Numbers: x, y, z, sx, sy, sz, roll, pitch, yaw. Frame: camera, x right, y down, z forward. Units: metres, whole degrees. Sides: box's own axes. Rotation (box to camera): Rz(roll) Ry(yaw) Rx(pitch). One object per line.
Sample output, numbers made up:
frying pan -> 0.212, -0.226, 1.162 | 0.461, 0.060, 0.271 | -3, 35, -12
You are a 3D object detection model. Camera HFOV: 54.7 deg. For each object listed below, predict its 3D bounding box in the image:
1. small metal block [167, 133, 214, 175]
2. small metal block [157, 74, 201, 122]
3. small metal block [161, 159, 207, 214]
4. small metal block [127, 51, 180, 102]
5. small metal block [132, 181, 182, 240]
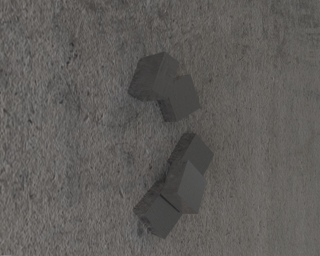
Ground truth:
small metal block -> 0.045, 0.042, 0.442 | 0.050, 0.025, 0.050 | 47, 62, -30
small metal block -> 0.024, -0.041, 0.424 | 0.050, 0.025, 0.050 | -30, 109, -36
small metal block -> 0.033, 0.077, 0.403 | 0.050, 0.025, 0.050 | 49, 47, -32
small metal block -> -0.009, -0.062, 0.381 | 0.025, 0.050, 0.050 | 28, 72, -37
small metal block -> 0.000, 0.107, 0.405 | 0.050, 0.025, 0.050 | -48, 119, -29
